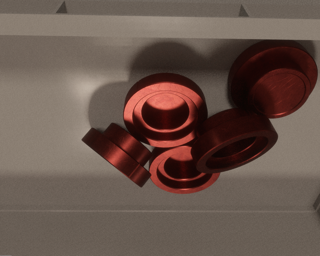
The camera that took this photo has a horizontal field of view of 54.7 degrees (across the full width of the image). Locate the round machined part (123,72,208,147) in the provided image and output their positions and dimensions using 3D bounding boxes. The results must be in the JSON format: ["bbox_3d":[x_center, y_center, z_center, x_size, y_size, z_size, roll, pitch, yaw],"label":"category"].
[{"bbox_3d":[0.006,-0.025,0.376,0.099,0.042,0.097,0,130,0],"label":"round machined part"}]

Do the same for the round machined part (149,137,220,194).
[{"bbox_3d":[0.034,0.047,0.438,0.099,0.042,0.097,-1,130,0],"label":"round machined part"}]

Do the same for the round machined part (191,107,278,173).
[{"bbox_3d":[0.082,0.012,0.363,0.099,0.042,0.098,-15,151,-8],"label":"round machined part"}]

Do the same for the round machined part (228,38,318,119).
[{"bbox_3d":[0.132,-0.049,0.358,0.099,0.042,0.097,-1,130,0],"label":"round machined part"}]

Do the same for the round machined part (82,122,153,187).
[{"bbox_3d":[-0.049,0.030,0.399,0.042,0.098,0.098,-51,122,-10],"label":"round machined part"}]
